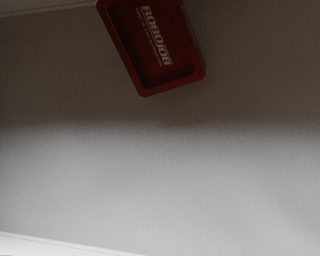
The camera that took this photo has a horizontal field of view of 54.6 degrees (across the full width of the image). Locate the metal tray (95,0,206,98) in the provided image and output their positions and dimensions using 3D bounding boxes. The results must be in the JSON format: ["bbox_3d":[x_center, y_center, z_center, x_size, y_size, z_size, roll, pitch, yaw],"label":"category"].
[{"bbox_3d":[-0.007,-0.109,0.375,0.090,0.030,0.130,-16,118,19],"label":"metal tray"}]
